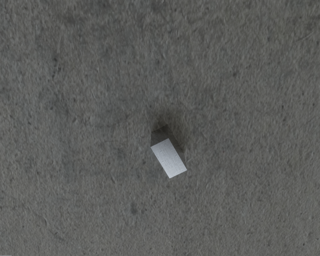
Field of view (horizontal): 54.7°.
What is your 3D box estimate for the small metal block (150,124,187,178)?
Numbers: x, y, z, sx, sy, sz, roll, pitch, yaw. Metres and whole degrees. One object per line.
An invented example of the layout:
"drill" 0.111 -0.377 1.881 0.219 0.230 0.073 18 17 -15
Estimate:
"small metal block" 0.011 0.030 0.408 0.025 0.050 0.050 -27 108 9
